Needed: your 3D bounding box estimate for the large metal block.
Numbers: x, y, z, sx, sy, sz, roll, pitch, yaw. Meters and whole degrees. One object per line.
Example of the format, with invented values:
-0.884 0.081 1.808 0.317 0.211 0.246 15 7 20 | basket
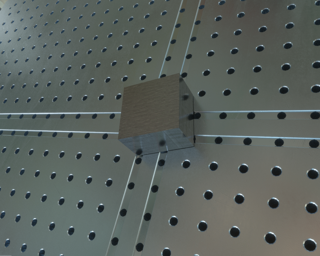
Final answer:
-0.003 -0.016 0.403 0.080 0.050 0.080 -11 57 22 | large metal block
